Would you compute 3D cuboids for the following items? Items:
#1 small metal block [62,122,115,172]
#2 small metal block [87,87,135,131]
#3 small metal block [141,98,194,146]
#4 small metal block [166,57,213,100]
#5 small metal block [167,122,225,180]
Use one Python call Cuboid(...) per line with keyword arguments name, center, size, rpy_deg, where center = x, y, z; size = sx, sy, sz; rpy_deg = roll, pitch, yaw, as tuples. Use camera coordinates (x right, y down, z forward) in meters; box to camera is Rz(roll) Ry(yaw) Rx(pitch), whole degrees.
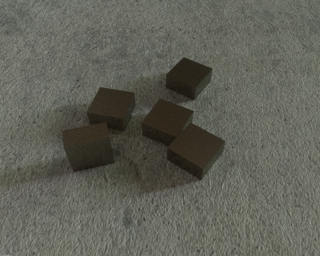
Cuboid(name="small metal block", center=(-0.083, 0.023, 0.367), size=(0.050, 0.050, 0.025), rpy_deg=(-12, 51, -10))
Cuboid(name="small metal block", center=(-0.065, -0.027, 0.425), size=(0.050, 0.025, 0.050), rpy_deg=(10, 51, 8))
Cuboid(name="small metal block", center=(0.010, -0.007, 0.409), size=(0.050, 0.025, 0.050), rpy_deg=(22, 53, 17))
Cuboid(name="small metal block", center=(0.044, -0.075, 0.467), size=(0.050, 0.025, 0.050), rpy_deg=(27, 55, 21))
Cuboid(name="small metal block", center=(0.044, 0.028, 0.380), size=(0.050, 0.025, 0.050), rpy_deg=(30, 56, 22))
